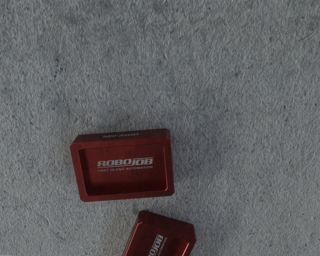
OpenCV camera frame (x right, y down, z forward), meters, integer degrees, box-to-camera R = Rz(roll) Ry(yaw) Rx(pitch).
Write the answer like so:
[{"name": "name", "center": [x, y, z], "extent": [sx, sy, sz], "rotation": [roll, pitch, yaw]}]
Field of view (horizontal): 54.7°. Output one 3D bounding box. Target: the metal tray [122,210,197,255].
[{"name": "metal tray", "center": [-0.009, 0.198, 0.479], "extent": [0.091, 0.030, 0.129], "rotation": [18, 109, -7]}]

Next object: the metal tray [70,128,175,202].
[{"name": "metal tray", "center": [-0.048, 0.052, 0.425], "extent": [0.131, 0.030, 0.089], "rotation": [-4, 110, 1]}]
